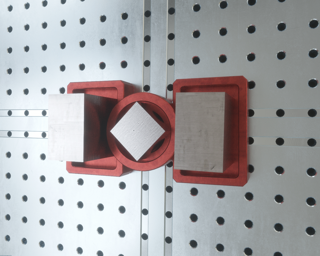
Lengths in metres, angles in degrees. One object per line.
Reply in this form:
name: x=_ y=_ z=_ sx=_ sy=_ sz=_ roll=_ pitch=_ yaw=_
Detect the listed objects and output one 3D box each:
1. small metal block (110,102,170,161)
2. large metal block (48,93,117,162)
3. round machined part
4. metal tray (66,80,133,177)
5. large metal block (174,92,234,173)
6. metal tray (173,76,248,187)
small metal block: x=-0.023 y=0.004 z=0.377 sx=0.050 sy=0.025 sz=0.050 roll=46 pitch=104 yaw=14
large metal block: x=-0.098 y=-0.001 z=0.404 sx=0.050 sy=0.080 sz=0.080 roll=1 pitch=90 yaw=20
round machined part: x=-0.016 y=0.005 z=0.400 sx=0.098 sy=0.042 sz=0.097 roll=0 pitch=90 yaw=20
metal tray: x=-0.086 y=0.000 z=0.439 sx=0.090 sy=0.030 sz=0.129 roll=1 pitch=90 yaw=20
large metal block: x=0.053 y=0.003 z=0.350 sx=0.050 sy=0.080 sz=0.080 roll=2 pitch=91 yaw=20
metal tray: x=0.063 y=0.004 z=0.387 sx=0.090 sy=0.030 sz=0.129 roll=0 pitch=90 yaw=20
